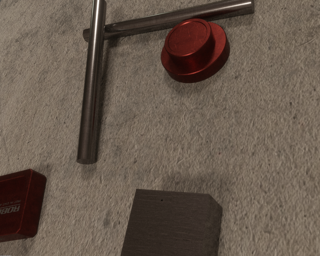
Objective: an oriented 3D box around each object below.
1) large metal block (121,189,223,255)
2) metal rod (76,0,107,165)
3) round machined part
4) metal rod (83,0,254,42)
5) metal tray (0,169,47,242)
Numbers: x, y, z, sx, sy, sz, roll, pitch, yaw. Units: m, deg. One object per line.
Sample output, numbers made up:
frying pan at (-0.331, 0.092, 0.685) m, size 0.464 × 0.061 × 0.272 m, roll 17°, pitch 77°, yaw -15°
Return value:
large metal block at (0.013, 0.110, 0.312) m, size 0.080 × 0.050 × 0.080 m, roll -2°, pitch 61°, yaw 27°
metal rod at (-0.105, -0.089, 0.492) m, size 0.025 × 0.025 × 0.299 m, roll -12°, pitch 63°, yaw 21°
round machined part at (0.046, -0.115, 0.439) m, size 0.098 × 0.042 × 0.098 m, roll -13°, pitch 56°, yaw 20°
metal rod at (-0.002, -0.175, 0.510) m, size 0.301 × 0.025 × 0.025 m, roll -1°, pitch 61°, yaw 27°
metal tray at (-0.232, 0.116, 0.448) m, size 0.130 × 0.030 × 0.090 m, roll -14°, pitch 56°, yaw 19°
